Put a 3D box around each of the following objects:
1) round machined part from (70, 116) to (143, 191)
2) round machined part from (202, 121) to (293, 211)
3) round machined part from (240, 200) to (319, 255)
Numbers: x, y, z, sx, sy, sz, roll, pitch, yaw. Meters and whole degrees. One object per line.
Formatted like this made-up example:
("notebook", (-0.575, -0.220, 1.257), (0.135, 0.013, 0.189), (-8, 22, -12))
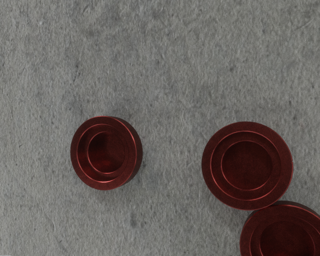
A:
("round machined part", (-0.069, 0.033, 0.423), (0.098, 0.042, 0.097), (0, 90, 19))
("round machined part", (0.102, 0.043, 0.359), (0.098, 0.042, 0.097), (-3, 82, 23))
("round machined part", (0.142, 0.130, 0.350), (0.098, 0.042, 0.097), (0, 90, 19))
